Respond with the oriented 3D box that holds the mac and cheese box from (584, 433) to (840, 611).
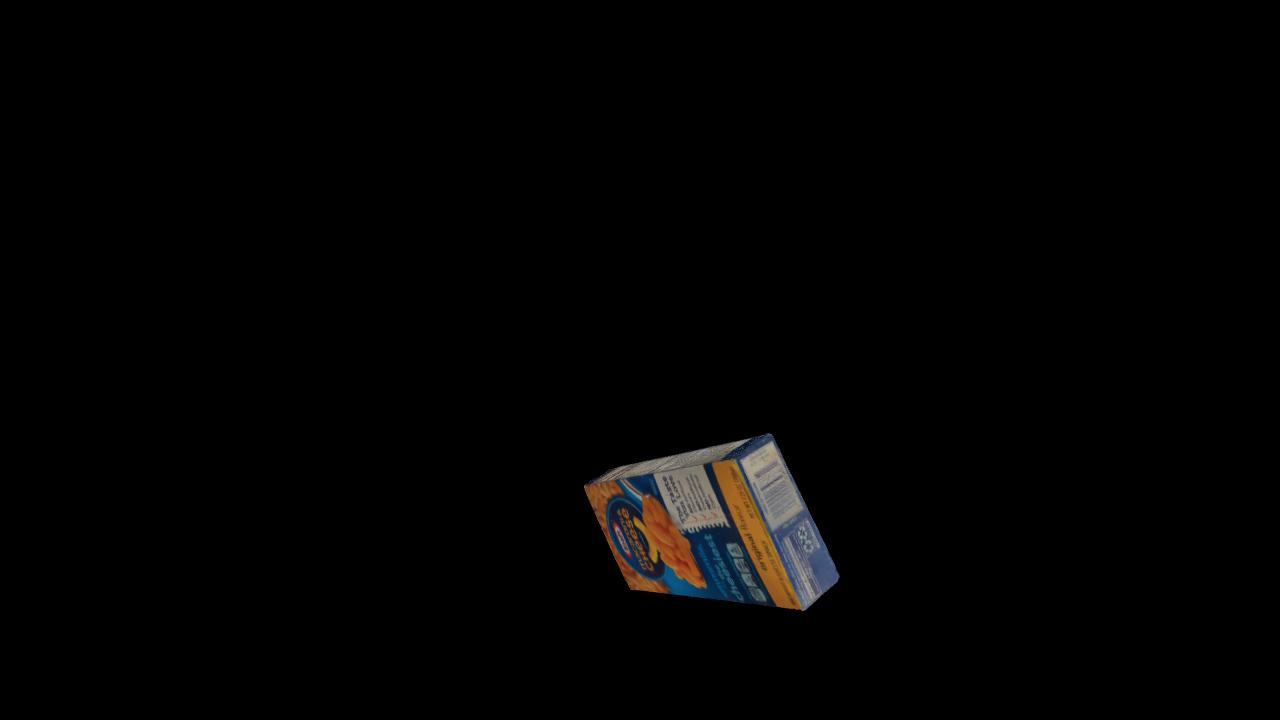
[{"bbox_3d":[0.034,0.110,0.410,0.041,0.093,0.184,-26,-1,-35],"label":"mac and cheese box"}]
